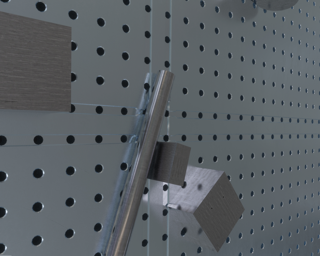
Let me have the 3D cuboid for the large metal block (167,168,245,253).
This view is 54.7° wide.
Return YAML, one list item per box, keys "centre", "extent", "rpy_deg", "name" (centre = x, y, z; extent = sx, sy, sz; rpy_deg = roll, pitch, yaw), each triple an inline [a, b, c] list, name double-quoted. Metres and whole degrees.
- centre: [0.069, 0.117, 0.452]
  extent: [0.080, 0.050, 0.080]
  rpy_deg: [-46, 118, -30]
  name: "large metal block"

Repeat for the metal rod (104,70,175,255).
- centre: [-0.030, 0.069, 0.384]
  extent: [0.025, 0.025, 0.299]
  rpy_deg: [25, 74, -37]
  name: "metal rod"

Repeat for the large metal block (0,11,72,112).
- centre: [-0.130, -0.055, 0.284]
  extent: [0.081, 0.050, 0.079]
  rpy_deg: [0, 90, -40]
  name: "large metal block"

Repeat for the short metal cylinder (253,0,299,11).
- centre: [0.208, -0.254, 0.548]
  extent: [0.080, 0.080, 0.050]
  rpy_deg: [24, 75, -38]
  name: "short metal cylinder"

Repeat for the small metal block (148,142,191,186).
- centre: [0.009, 0.045, 0.401]
  extent: [0.025, 0.050, 0.050]
  rpy_deg: [21, 77, -38]
  name: "small metal block"
